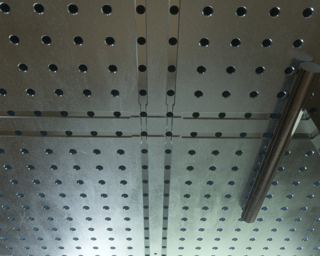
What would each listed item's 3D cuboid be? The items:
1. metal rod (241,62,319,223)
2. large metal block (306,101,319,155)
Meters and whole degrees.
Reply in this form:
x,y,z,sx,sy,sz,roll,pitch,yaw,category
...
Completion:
x,y,z,sx,sy,sz,roll,pitch,yaw,category
0.164,0.044,0.450,0.025,0.025,0.298,2,130,-2,metal rod
0.242,0.000,0.398,0.080,0.050,0.080,-21,127,17,large metal block
